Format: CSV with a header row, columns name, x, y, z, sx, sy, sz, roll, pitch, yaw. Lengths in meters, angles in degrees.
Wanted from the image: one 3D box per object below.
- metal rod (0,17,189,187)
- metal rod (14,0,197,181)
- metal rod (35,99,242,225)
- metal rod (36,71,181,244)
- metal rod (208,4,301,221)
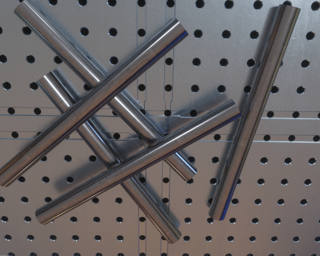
name,x,y,z,sx,sy,sz,roll,pitch,yaw
metal rod,-0.091,-0.023,0.375,0.300,0.025,0.025,-38,106,12
metal rod,-0.058,-0.038,0.398,0.025,0.025,0.300,-41,106,13
metal rod,-0.035,0.049,0.402,0.300,0.025,0.025,-30,108,10
metal rod,-0.061,0.052,0.431,0.025,0.025,0.299,-32,107,11
metal rod,0.118,-0.006,0.412,0.025,0.025,0.298,12,110,-5
